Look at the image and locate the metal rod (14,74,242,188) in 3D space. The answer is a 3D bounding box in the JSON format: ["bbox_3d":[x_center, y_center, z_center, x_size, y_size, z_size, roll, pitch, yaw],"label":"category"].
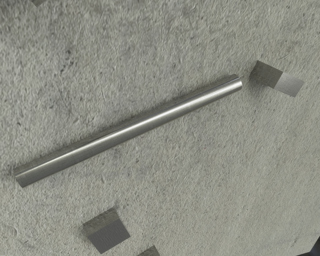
[{"bbox_3d":[-0.028,-0.003,0.391,0.302,0.025,0.025,-24,128,-14],"label":"metal rod"}]

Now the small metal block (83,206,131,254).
[{"bbox_3d":[-0.078,0.152,0.460,0.050,0.025,0.050,-28,128,-11],"label":"small metal block"}]

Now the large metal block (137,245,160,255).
[{"bbox_3d":[-0.024,0.267,0.545,0.080,0.050,0.080,-28,128,-11],"label":"large metal block"}]

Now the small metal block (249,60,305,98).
[{"bbox_3d":[0.166,-0.070,0.440,0.050,0.050,0.025,12,112,-34],"label":"small metal block"}]

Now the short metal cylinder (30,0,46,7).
[{"bbox_3d":[-0.101,-0.140,0.230,0.050,0.080,0.080,-40,130,-2],"label":"short metal cylinder"}]
